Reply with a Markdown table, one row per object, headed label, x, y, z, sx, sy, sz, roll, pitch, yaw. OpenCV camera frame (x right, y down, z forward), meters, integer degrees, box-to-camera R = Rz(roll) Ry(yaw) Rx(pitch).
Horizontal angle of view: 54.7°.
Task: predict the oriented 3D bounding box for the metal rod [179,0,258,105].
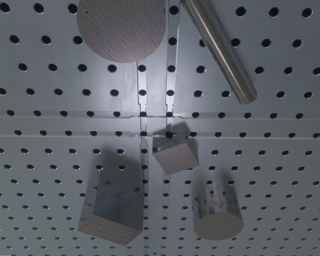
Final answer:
| label | x | y | z | sx | sy | sz | roll | pitch | yaw |
| --- | --- | --- | --- | --- | --- | --- | --- | --- | --- |
| metal rod | 0.027 | -0.134 | 0.298 | 0.025 | 0.025 | 0.300 | -26 | 126 | 20 |

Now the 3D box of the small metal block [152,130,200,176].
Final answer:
| label | x | y | z | sx | sy | sz | roll | pitch | yaw |
| --- | --- | --- | --- | --- | --- | --- | --- | --- | --- |
| small metal block | 0.023 | 0.037 | 0.443 | 0.050 | 0.025 | 0.050 | -20 | 128 | 16 |

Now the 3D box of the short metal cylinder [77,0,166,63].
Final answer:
| label | x | y | z | sx | sy | sz | roll | pitch | yaw |
| --- | --- | --- | --- | --- | --- | --- | --- | --- | --- |
| short metal cylinder | -0.035 | -0.111 | 0.301 | 0.081 | 0.050 | 0.079 | 0 | 130 | 0 |

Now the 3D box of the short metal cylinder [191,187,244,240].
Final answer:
| label | x | y | z | sx | sy | sz | roll | pitch | yaw |
| --- | --- | --- | --- | --- | --- | --- | --- | --- | --- |
| short metal cylinder | 0.095 | 0.145 | 0.520 | 0.081 | 0.050 | 0.079 | 0 | 130 | 0 |

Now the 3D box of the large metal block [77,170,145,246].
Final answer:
| label | x | y | z | sx | sy | sz | roll | pitch | yaw |
| --- | --- | --- | --- | --- | --- | --- | --- | --- | --- |
| large metal block | -0.073 | 0.124 | 0.481 | 0.080 | 0.080 | 0.050 | 27 | 125 | -21 |
